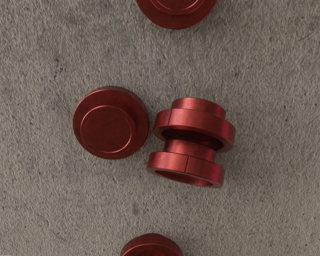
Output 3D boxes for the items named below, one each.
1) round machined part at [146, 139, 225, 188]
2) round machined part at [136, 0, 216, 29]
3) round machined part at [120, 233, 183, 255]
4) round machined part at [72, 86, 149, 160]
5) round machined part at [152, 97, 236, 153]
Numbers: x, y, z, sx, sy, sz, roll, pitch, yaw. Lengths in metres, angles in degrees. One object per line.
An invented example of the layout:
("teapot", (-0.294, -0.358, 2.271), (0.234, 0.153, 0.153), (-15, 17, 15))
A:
("round machined part", (0.035, 0.044, 0.398), (0.099, 0.098, 0.042), (16, 74, -6))
("round machined part", (0.018, -0.160, 0.342), (0.099, 0.042, 0.097), (0, 110, 0))
("round machined part", (-0.013, 0.202, 0.475), (0.099, 0.042, 0.097), (0, 110, 0))
("round machined part", (-0.064, -0.002, 0.399), (0.099, 0.042, 0.097), (0, 110, 0))
("round machined part", (0.043, -0.005, 0.380), (0.099, 0.098, 0.042), (15, 73, -6))
